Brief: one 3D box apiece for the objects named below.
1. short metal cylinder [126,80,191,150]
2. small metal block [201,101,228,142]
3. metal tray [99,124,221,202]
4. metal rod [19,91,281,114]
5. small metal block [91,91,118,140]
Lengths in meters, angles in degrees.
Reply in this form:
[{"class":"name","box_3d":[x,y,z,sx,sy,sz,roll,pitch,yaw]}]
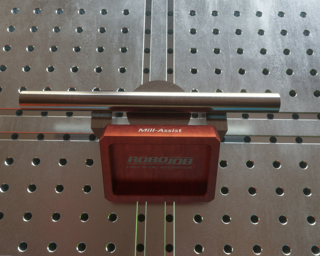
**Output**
[{"class":"short metal cylinder","box_3d":[-0.001,-0.015,0.404,0.081,0.050,0.080,0,70,0]},{"class":"small metal block","box_3d":[0.069,-0.012,0.403,0.025,0.050,0.050,-1,70,0]},{"class":"metal tray","box_3d":[0.000,0.042,0.364,0.131,0.089,0.030,0,27,0]},{"class":"metal rod","box_3d":[-0.012,-0.031,0.369,0.302,0.025,0.025,1,70,0]},{"class":"small metal block","box_3d":[-0.071,-0.015,0.404,0.025,0.050,0.050,-1,70,0]}]
